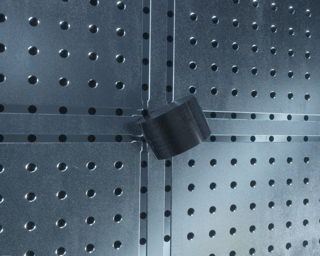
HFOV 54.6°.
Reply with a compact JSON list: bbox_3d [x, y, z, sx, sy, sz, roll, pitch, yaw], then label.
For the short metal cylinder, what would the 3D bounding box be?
[{"bbox_3d":[0.018,-0.002,0.389,0.080,0.080,0.050,-30,99,-18],"label":"short metal cylinder"}]
